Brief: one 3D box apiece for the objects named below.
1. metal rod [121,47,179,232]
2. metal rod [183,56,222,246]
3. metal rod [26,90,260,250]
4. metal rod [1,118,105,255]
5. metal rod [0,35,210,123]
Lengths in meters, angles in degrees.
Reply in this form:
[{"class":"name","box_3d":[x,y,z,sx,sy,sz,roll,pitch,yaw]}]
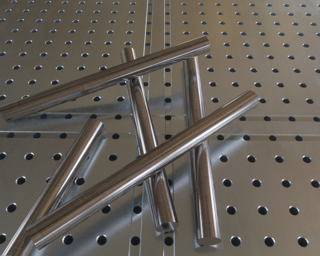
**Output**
[{"class":"metal rod","box_3d":[-0.022,-0.010,0.415,0.025,0.025,0.300,-9,51,-8]},{"class":"metal rod","box_3d":[0.049,0.000,0.408,0.025,0.025,0.300,0,50,0]},{"class":"metal rod","box_3d":[0.001,0.032,0.346,0.302,0.025,0.025,-31,57,-24]},{"class":"metal rod","box_3d":[-0.131,0.105,0.317,0.025,0.025,0.300,14,51,11]},{"class":"metal rod","box_3d":[-0.071,-0.071,0.439,0.302,0.025,0.025,-21,53,-7]}]
